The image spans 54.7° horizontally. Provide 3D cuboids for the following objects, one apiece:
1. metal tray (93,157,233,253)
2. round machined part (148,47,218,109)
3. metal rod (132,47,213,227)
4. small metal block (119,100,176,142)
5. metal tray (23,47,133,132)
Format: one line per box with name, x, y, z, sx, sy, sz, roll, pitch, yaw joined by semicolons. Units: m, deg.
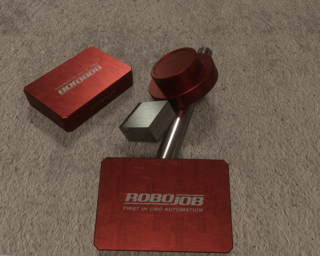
metal tray;0.004;0.078;0.316;0.131;0.030;0.090;1;69;0
round machined part;0.027;-0.074;0.428;0.098;0.042;0.098;-21;37;17
metal rod;0.028;-0.012;0.413;0.025;0.025;0.300;14;51;11
small metal block;-0.016;-0.009;0.396;0.050;0.025;0.050;-1;42;40
metal tray;-0.114;-0.061;0.450;0.090;0.030;0.131;32;57;24
